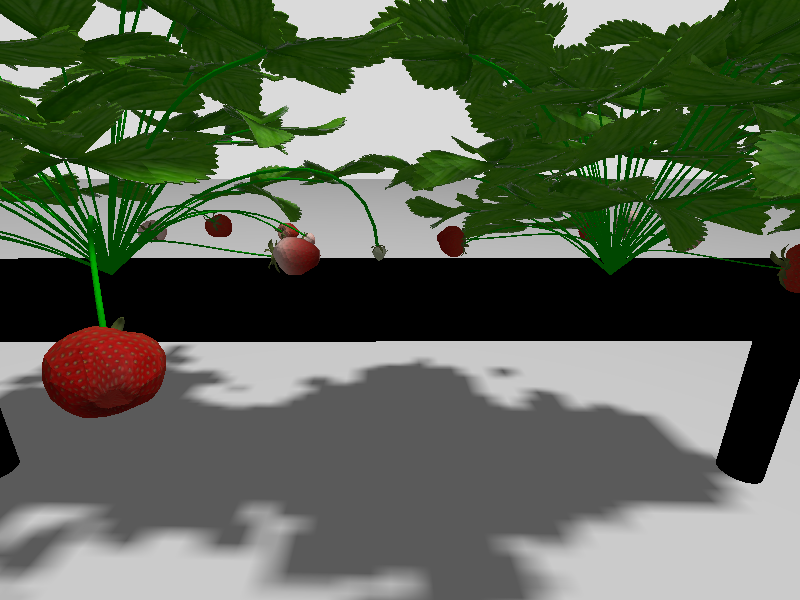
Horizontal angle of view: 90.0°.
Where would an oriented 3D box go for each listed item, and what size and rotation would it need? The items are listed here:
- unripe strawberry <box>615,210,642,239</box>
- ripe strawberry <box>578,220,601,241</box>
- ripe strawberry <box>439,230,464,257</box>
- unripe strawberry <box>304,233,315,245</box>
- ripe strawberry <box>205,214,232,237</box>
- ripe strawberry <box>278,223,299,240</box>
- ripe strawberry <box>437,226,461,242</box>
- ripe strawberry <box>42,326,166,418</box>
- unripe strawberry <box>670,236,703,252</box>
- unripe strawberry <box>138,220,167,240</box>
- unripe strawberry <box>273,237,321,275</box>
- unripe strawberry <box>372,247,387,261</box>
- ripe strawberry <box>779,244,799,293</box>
[{"bbox_3d":[0.303,-0.101,0.533,0.033,0.037,0.036,11,21,29],"label":"unripe strawberry"},{"bbox_3d":[0.244,-0.089,0.507,0.035,0.032,0.032,6,19,18],"label":"ripe strawberry"},{"bbox_3d":[0.056,-0.061,0.427,0.027,0.028,0.025,9,21,27],"label":"ripe strawberry"},{"bbox_3d":[-0.110,-0.073,0.490,0.015,0.016,0.016,19,-10,44],"label":"unripe strawberry"},{"bbox_3d":[-0.241,-0.098,0.538,0.034,0.030,0.034,2,-10,5],"label":"ripe strawberry"},{"bbox_3d":[-0.141,-0.086,0.511,0.027,0.024,0.024,13,16,34],"label":"ripe strawberry"},{"bbox_3d":[0.057,-0.071,0.459,0.028,0.028,0.031,14,23,37],"label":"ripe strawberry"},{"bbox_3d":[-0.111,0.028,0.153,0.039,0.033,0.039,-12,27,-33],"label":"ripe strawberry"},{"bbox_3d":[0.325,-0.071,0.452,0.032,0.033,0.029,-13,22,-35],"label":"unripe strawberry"},{"bbox_3d":[-0.313,-0.087,0.507,0.032,0.027,0.032,-6,19,-17],"label":"unripe strawberry"},{"bbox_3d":[-0.090,-0.039,0.352,0.039,0.033,0.039,1,19,1],"label":"unripe strawberry"},{"bbox_3d":[-0.016,-0.036,0.313,0.011,0.011,0.010,3,19,9],"label":"unripe strawberry"},{"bbox_3d":[0.309,-0.023,0.298,0.038,0.040,0.035,10,21,25],"label":"ripe strawberry"}]
